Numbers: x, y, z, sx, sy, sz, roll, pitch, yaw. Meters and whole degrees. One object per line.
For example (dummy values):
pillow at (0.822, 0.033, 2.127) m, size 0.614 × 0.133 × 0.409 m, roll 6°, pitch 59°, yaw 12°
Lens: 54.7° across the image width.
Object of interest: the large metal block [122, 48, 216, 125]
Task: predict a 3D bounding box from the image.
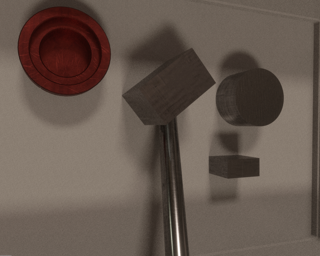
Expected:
large metal block at (0.008, -0.048, 0.385) m, size 0.080 × 0.080 × 0.050 m, roll -40°, pitch 103°, yaw -16°

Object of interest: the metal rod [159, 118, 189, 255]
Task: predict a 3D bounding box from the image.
metal rod at (0.017, 0.110, 0.336) m, size 0.025 × 0.025 × 0.299 m, roll 11°, pitch 54°, yaw -20°

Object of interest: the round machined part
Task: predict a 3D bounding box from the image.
round machined part at (-0.110, -0.085, 0.361) m, size 0.099 × 0.042 × 0.097 m, roll 0°, pitch 90°, yaw -21°

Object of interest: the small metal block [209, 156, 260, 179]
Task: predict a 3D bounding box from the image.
small metal block at (0.104, 0.054, 0.437) m, size 0.050 × 0.050 × 0.025 m, roll -1°, pitch 91°, yaw -20°

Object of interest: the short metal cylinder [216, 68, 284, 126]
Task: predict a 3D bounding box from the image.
short metal cylinder at (0.129, -0.042, 0.446) m, size 0.081 × 0.050 × 0.079 m, roll 0°, pitch 90°, yaw -21°
